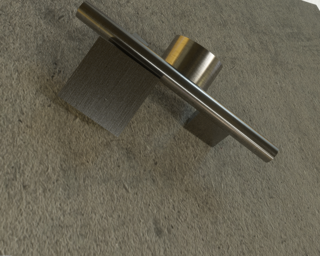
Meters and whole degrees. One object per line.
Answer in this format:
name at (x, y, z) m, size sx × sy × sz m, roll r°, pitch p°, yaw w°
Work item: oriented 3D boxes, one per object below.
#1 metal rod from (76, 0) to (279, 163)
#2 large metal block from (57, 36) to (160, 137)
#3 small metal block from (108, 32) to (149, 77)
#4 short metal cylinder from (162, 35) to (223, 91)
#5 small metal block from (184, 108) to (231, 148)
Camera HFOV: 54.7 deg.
metal rod at (0.025, -0.056, 0.390) m, size 0.301 × 0.025 × 0.025 m, roll 37°, pitch 51°, yaw -4°
large metal block at (-0.058, -0.047, 0.365) m, size 0.080 × 0.050 × 0.080 m, roll 35°, pitch 91°, yaw -6°
small metal block at (-0.048, -0.096, 0.424) m, size 0.025 × 0.050 × 0.050 m, roll 44°, pitch 51°, yaw 1°
short metal cylinder at (0.041, -0.087, 0.439) m, size 0.080 × 0.080 × 0.050 m, roll 34°, pitch 93°, yaw -7°
small metal block at (0.070, -0.006, 0.429) m, size 0.050 × 0.050 × 0.025 m, roll 35°, pitch 51°, yaw -5°
